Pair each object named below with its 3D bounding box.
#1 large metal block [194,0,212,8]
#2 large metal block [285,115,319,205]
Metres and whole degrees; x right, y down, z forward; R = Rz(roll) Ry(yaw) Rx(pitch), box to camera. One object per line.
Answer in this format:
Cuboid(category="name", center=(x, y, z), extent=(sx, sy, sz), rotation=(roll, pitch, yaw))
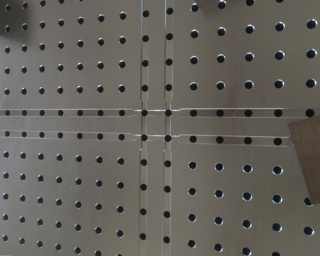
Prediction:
Cuboid(category="large metal block", center=(0.063, -0.210, 0.377), extent=(0.080, 0.050, 0.080), rotation=(-24, 82, 18))
Cuboid(category="large metal block", center=(0.169, 0.027, 0.324), extent=(0.050, 0.080, 0.080), rotation=(-17, 85, 19))
